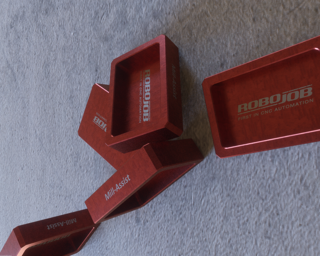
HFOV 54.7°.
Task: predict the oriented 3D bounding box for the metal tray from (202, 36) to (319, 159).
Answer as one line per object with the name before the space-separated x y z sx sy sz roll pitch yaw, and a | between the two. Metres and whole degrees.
metal tray | 0.111 -0.024 0.308 0.130 0.030 0.090 -16 80 38

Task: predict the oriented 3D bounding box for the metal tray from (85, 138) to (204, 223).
metal tray | -0.019 0.064 0.375 0.129 0.091 0.030 -44 66 31

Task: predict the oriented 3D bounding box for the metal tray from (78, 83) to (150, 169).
metal tray | -0.061 0.001 0.450 0.130 0.030 0.089 35 111 34

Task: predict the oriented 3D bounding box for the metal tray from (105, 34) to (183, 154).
metal tray | -0.020 -0.042 0.380 0.090 0.030 0.130 -19 58 30

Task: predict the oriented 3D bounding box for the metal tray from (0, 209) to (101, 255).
metal tray | -0.166 0.172 0.470 0.030 0.131 0.090 51 120 28
